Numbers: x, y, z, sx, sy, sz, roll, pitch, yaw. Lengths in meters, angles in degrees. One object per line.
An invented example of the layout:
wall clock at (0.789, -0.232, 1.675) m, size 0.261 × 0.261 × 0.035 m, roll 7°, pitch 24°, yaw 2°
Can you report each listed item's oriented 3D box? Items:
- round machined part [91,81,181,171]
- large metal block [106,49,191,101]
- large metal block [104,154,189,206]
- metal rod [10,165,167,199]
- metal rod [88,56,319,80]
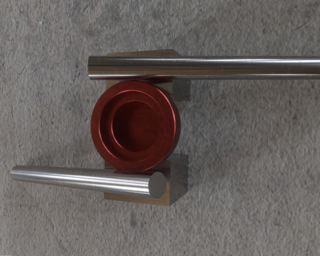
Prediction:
round machined part at (-0.024, -0.002, 0.346) m, size 0.098 × 0.042 × 0.097 m, roll 0°, pitch 90°, yaw 19°
large metal block at (-0.011, -0.061, 0.384) m, size 0.080 × 0.080 × 0.050 m, roll 1°, pitch 91°, yaw 19°
large metal block at (-0.013, 0.059, 0.385) m, size 0.080 × 0.080 × 0.050 m, roll 1°, pitch 91°, yaw 19°
metal rod at (-0.113, 0.062, 0.390) m, size 0.300 × 0.025 × 0.025 m, roll -5°, pitch 89°, yaw 42°
metal rod at (0.079, -0.063, 0.325) m, size 0.302 × 0.025 × 0.025 m, roll -1°, pitch 90°, yaw -3°
